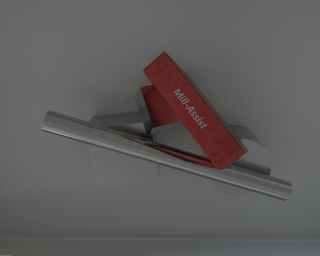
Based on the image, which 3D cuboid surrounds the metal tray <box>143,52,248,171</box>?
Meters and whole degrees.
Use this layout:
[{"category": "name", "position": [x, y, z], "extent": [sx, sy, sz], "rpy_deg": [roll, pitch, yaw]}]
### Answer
[{"category": "metal tray", "position": [0.043, -0.017, 0.343], "extent": [0.030, 0.090, 0.130], "rpy_deg": [-39, 76, 12]}]

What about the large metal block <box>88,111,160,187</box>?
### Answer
[{"category": "large metal block", "position": [-0.046, 0.026, 0.406], "extent": [0.080, 0.050, 0.079], "rpy_deg": [-7, 110, 2]}]

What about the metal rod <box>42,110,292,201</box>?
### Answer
[{"category": "metal rod", "position": [0.014, 0.035, 0.369], "extent": [0.302, 0.025, 0.025], "rpy_deg": [17, 109, -7]}]

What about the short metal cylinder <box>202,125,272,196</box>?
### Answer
[{"category": "short metal cylinder", "position": [0.100, 0.042, 0.413], "extent": [0.081, 0.050, 0.079], "rpy_deg": [0, 110, -1]}]

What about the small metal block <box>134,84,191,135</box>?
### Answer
[{"category": "small metal block", "position": [0.003, -0.024, 0.365], "extent": [0.050, 0.025, 0.050], "rpy_deg": [-13, 76, -24]}]
